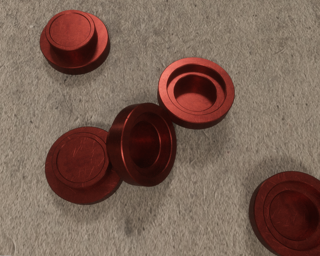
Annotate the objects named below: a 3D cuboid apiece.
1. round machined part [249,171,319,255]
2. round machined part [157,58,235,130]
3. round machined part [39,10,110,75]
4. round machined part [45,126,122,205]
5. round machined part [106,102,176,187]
[{"bbox_3d":[0.153,0.103,0.364,0.099,0.042,0.098,0,70,-1],"label":"round machined part"},{"bbox_3d":[0.046,-0.042,0.412,0.099,0.042,0.098,2,66,-3],"label":"round machined part"},{"bbox_3d":[-0.124,-0.129,0.445,0.099,0.042,0.098,0,70,-1],"label":"round machined part"},{"bbox_3d":[-0.093,0.043,0.382,0.099,0.042,0.098,0,70,0],"label":"round machined part"},{"bbox_3d":[-0.026,0.020,0.372,0.042,0.098,0.098,-4,65,39],"label":"round machined part"}]
